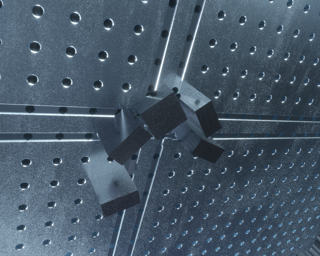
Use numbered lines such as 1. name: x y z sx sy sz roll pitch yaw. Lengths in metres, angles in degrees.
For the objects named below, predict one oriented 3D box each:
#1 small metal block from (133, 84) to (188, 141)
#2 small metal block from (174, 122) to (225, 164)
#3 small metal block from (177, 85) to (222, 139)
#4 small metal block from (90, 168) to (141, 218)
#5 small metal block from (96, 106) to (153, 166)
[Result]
1. small metal block: 0.001 -0.020 0.401 0.050 0.025 0.050 -35 129 -6
2. small metal block: 0.056 0.021 0.440 0.050 0.050 0.025 24 105 -37
3. small metal block: 0.051 -0.022 0.411 0.025 0.050 0.050 -34 129 -6
4. small metal block: -0.060 0.086 0.416 0.050 0.050 0.025 -19 126 -18
5. small metal block: -0.044 0.009 0.378 0.050 0.050 0.025 -44 130 2
